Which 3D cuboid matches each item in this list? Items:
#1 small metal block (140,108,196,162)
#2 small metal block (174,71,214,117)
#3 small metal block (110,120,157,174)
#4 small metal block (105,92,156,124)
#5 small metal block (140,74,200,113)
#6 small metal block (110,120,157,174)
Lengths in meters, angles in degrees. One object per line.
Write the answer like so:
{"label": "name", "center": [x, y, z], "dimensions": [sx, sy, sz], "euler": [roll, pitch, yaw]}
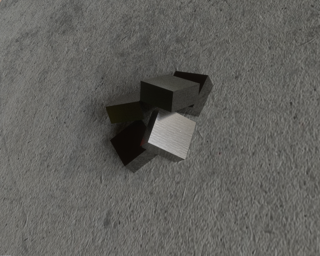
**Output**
{"label": "small metal block", "center": [0.010, 0.008, 0.375], "dimensions": [0.025, 0.050, 0.050], "euler": [-30, 38, 61]}
{"label": "small metal block", "center": [0.036, -0.046, 0.414], "dimensions": [0.050, 0.025, 0.050], "euler": [15, 69, 33]}
{"label": "small metal block", "center": [-0.030, 0.022, 0.406], "dimensions": [0.050, 0.025, 0.050], "euler": [-38, 51, 2]}
{"label": "small metal block", "center": [-0.038, -0.030, 0.426], "dimensions": [0.050, 0.025, 0.050], "euler": [-7, 21, 24]}
{"label": "small metal block", "center": [0.012, -0.044, 0.375], "dimensions": [0.050, 0.025, 0.050], "euler": [24, 31, 36]}
{"label": "small metal block", "center": [-0.030, 0.022, 0.406], "dimensions": [0.050, 0.025, 0.050], "euler": [-38, 51, 2]}
